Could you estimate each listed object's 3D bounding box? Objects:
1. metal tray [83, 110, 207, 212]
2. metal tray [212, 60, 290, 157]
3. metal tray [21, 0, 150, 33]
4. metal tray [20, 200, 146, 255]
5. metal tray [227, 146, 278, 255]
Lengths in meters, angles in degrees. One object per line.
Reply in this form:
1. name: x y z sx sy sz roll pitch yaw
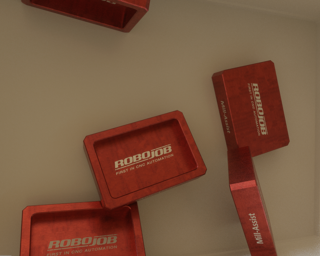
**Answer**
1. metal tray: -0.019 0.038 0.384 0.131 0.030 0.090 -17 74 -19
2. metal tray: 0.135 -0.027 0.457 0.091 0.030 0.129 -15 95 -20
3. metal tray: -0.084 -0.149 0.344 0.131 0.090 0.030 10 87 -20
4. metal tray: -0.086 0.132 0.351 0.131 0.030 0.090 1 54 -20
5. metal tray: 0.121 0.101 0.406 0.030 0.090 0.129 -15 111 16
